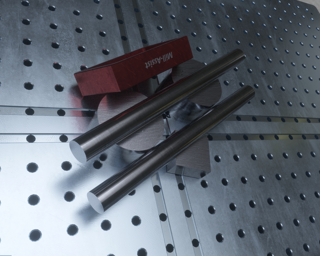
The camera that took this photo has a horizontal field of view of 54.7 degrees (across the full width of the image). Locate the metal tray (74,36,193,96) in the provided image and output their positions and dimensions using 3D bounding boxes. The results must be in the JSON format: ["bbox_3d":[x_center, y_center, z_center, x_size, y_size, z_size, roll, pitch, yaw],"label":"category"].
[{"bbox_3d":[-0.031,-0.081,0.398,0.131,0.090,0.030,-33,112,-38],"label":"metal tray"}]

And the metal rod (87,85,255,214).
[{"bbox_3d":[0.038,0.008,0.391,0.302,0.025,0.025,-33,80,-38],"label":"metal rod"}]

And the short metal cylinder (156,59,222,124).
[{"bbox_3d":[0.041,-0.053,0.449,0.081,0.050,0.080,14,56,-21],"label":"short metal cylinder"}]

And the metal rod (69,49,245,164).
[{"bbox_3d":[0.021,-0.044,0.382,0.302,0.025,0.025,-34,81,-38],"label":"metal rod"}]

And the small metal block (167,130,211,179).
[{"bbox_3d":[0.037,0.035,0.407,0.050,0.025,0.050,14,56,-21],"label":"small metal block"}]

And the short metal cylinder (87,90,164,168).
[{"bbox_3d":[-0.042,0.001,0.370,0.081,0.050,0.080,14,56,-21],"label":"short metal cylinder"}]
